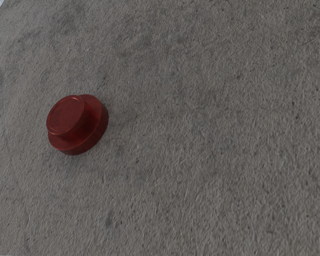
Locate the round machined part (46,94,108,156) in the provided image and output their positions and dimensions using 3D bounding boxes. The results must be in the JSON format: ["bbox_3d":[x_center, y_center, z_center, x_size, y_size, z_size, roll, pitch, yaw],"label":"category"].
[{"bbox_3d":[-0.131,-0.011,0.469,0.098,0.042,0.098,-13,56,21],"label":"round machined part"}]
